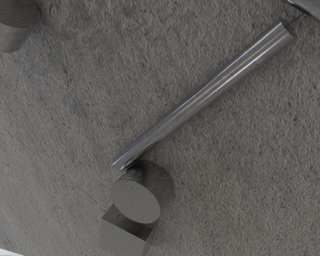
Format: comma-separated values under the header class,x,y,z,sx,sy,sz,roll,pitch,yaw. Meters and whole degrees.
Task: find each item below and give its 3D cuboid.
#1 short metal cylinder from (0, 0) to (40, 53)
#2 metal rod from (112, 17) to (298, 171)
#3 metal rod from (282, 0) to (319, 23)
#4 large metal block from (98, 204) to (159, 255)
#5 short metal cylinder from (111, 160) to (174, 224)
class,x,y,z,sx,sy,sz,roll,pitch,yaw
short metal cylinder,-0.201,-0.142,0.389,0.080,0.080,0.050,50,129,-7
metal rod,0.028,-0.019,0.379,0.025,0.025,0.299,47,129,-5
metal rod,0.059,-0.160,0.276,0.301,0.025,0.025,34,129,5
large metal block,-0.055,0.180,0.531,0.080,0.050,0.079,23,127,14
short metal cylinder,-0.026,0.095,0.463,0.080,0.050,0.079,13,124,21
